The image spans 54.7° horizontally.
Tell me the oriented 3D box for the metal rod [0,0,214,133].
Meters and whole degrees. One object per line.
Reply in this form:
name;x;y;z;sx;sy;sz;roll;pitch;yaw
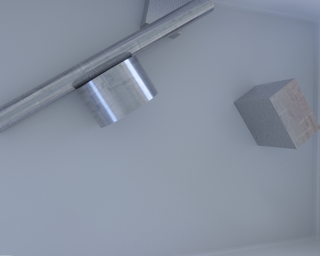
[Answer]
metal rod;-0.063;-0.082;0.371;0.301;0.025;0.025;-33;101;-11

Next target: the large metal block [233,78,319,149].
large metal block;0.165;-0.019;0.444;0.050;0.080;0.080;-36;102;-17

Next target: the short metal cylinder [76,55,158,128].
short metal cylinder;-0.049;-0.043;0.364;0.080;0.080;0.050;-35;102;-17

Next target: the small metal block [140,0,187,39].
small metal block;0.005;-0.153;0.413;0.050;0.025;0.050;12;86;-20
